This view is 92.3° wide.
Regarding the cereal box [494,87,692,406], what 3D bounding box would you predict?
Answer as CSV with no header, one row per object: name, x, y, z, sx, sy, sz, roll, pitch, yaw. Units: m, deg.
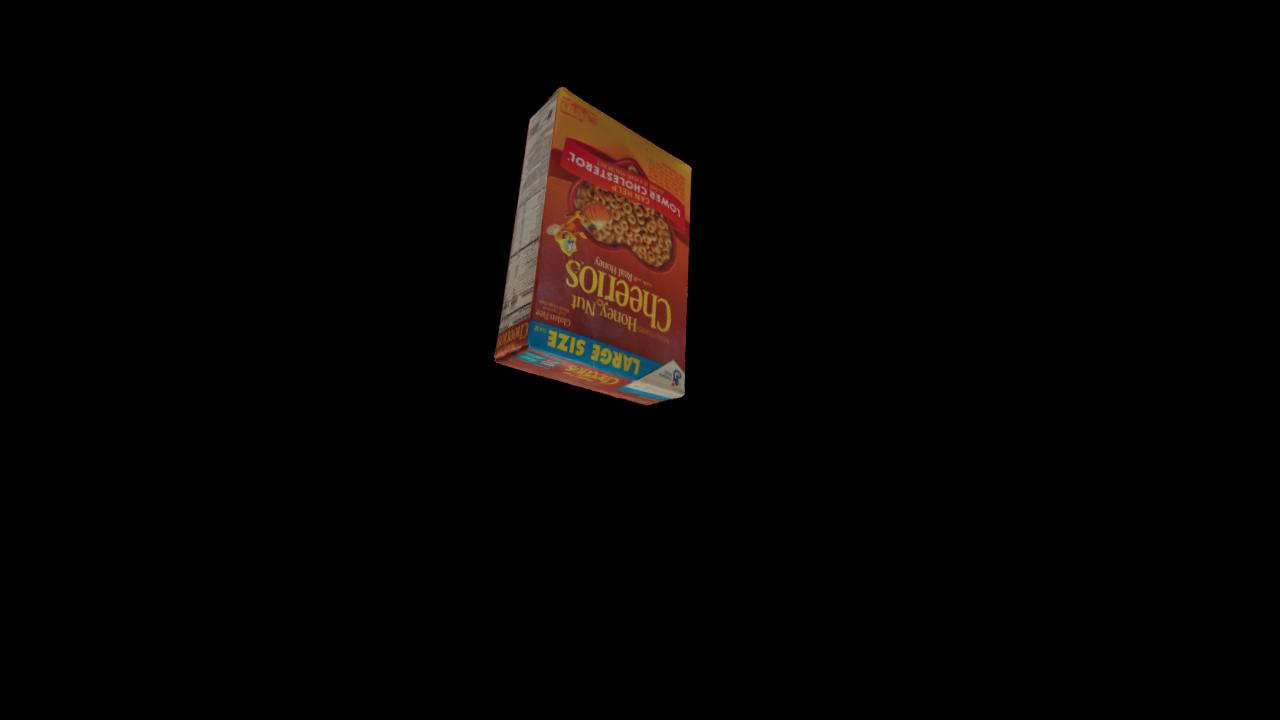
cereal box,-0.038,-0.118,0.686,0.203,0.306,0.081,19,-26,-36
